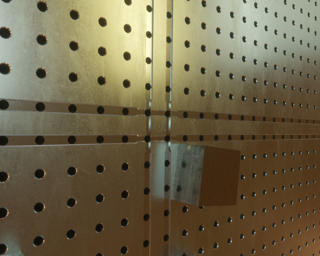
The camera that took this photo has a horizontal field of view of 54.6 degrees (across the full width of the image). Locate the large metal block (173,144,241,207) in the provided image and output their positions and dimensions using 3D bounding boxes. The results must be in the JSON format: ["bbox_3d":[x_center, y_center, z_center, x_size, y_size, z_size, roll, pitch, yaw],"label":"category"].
[{"bbox_3d":[0.069,0.068,0.450,0.081,0.050,0.080,10,84,-39],"label":"large metal block"}]

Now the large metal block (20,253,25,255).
[{"bbox_3d":[-0.126,0.181,0.287,0.080,0.050,0.080,-48,118,-29],"label":"large metal block"}]
